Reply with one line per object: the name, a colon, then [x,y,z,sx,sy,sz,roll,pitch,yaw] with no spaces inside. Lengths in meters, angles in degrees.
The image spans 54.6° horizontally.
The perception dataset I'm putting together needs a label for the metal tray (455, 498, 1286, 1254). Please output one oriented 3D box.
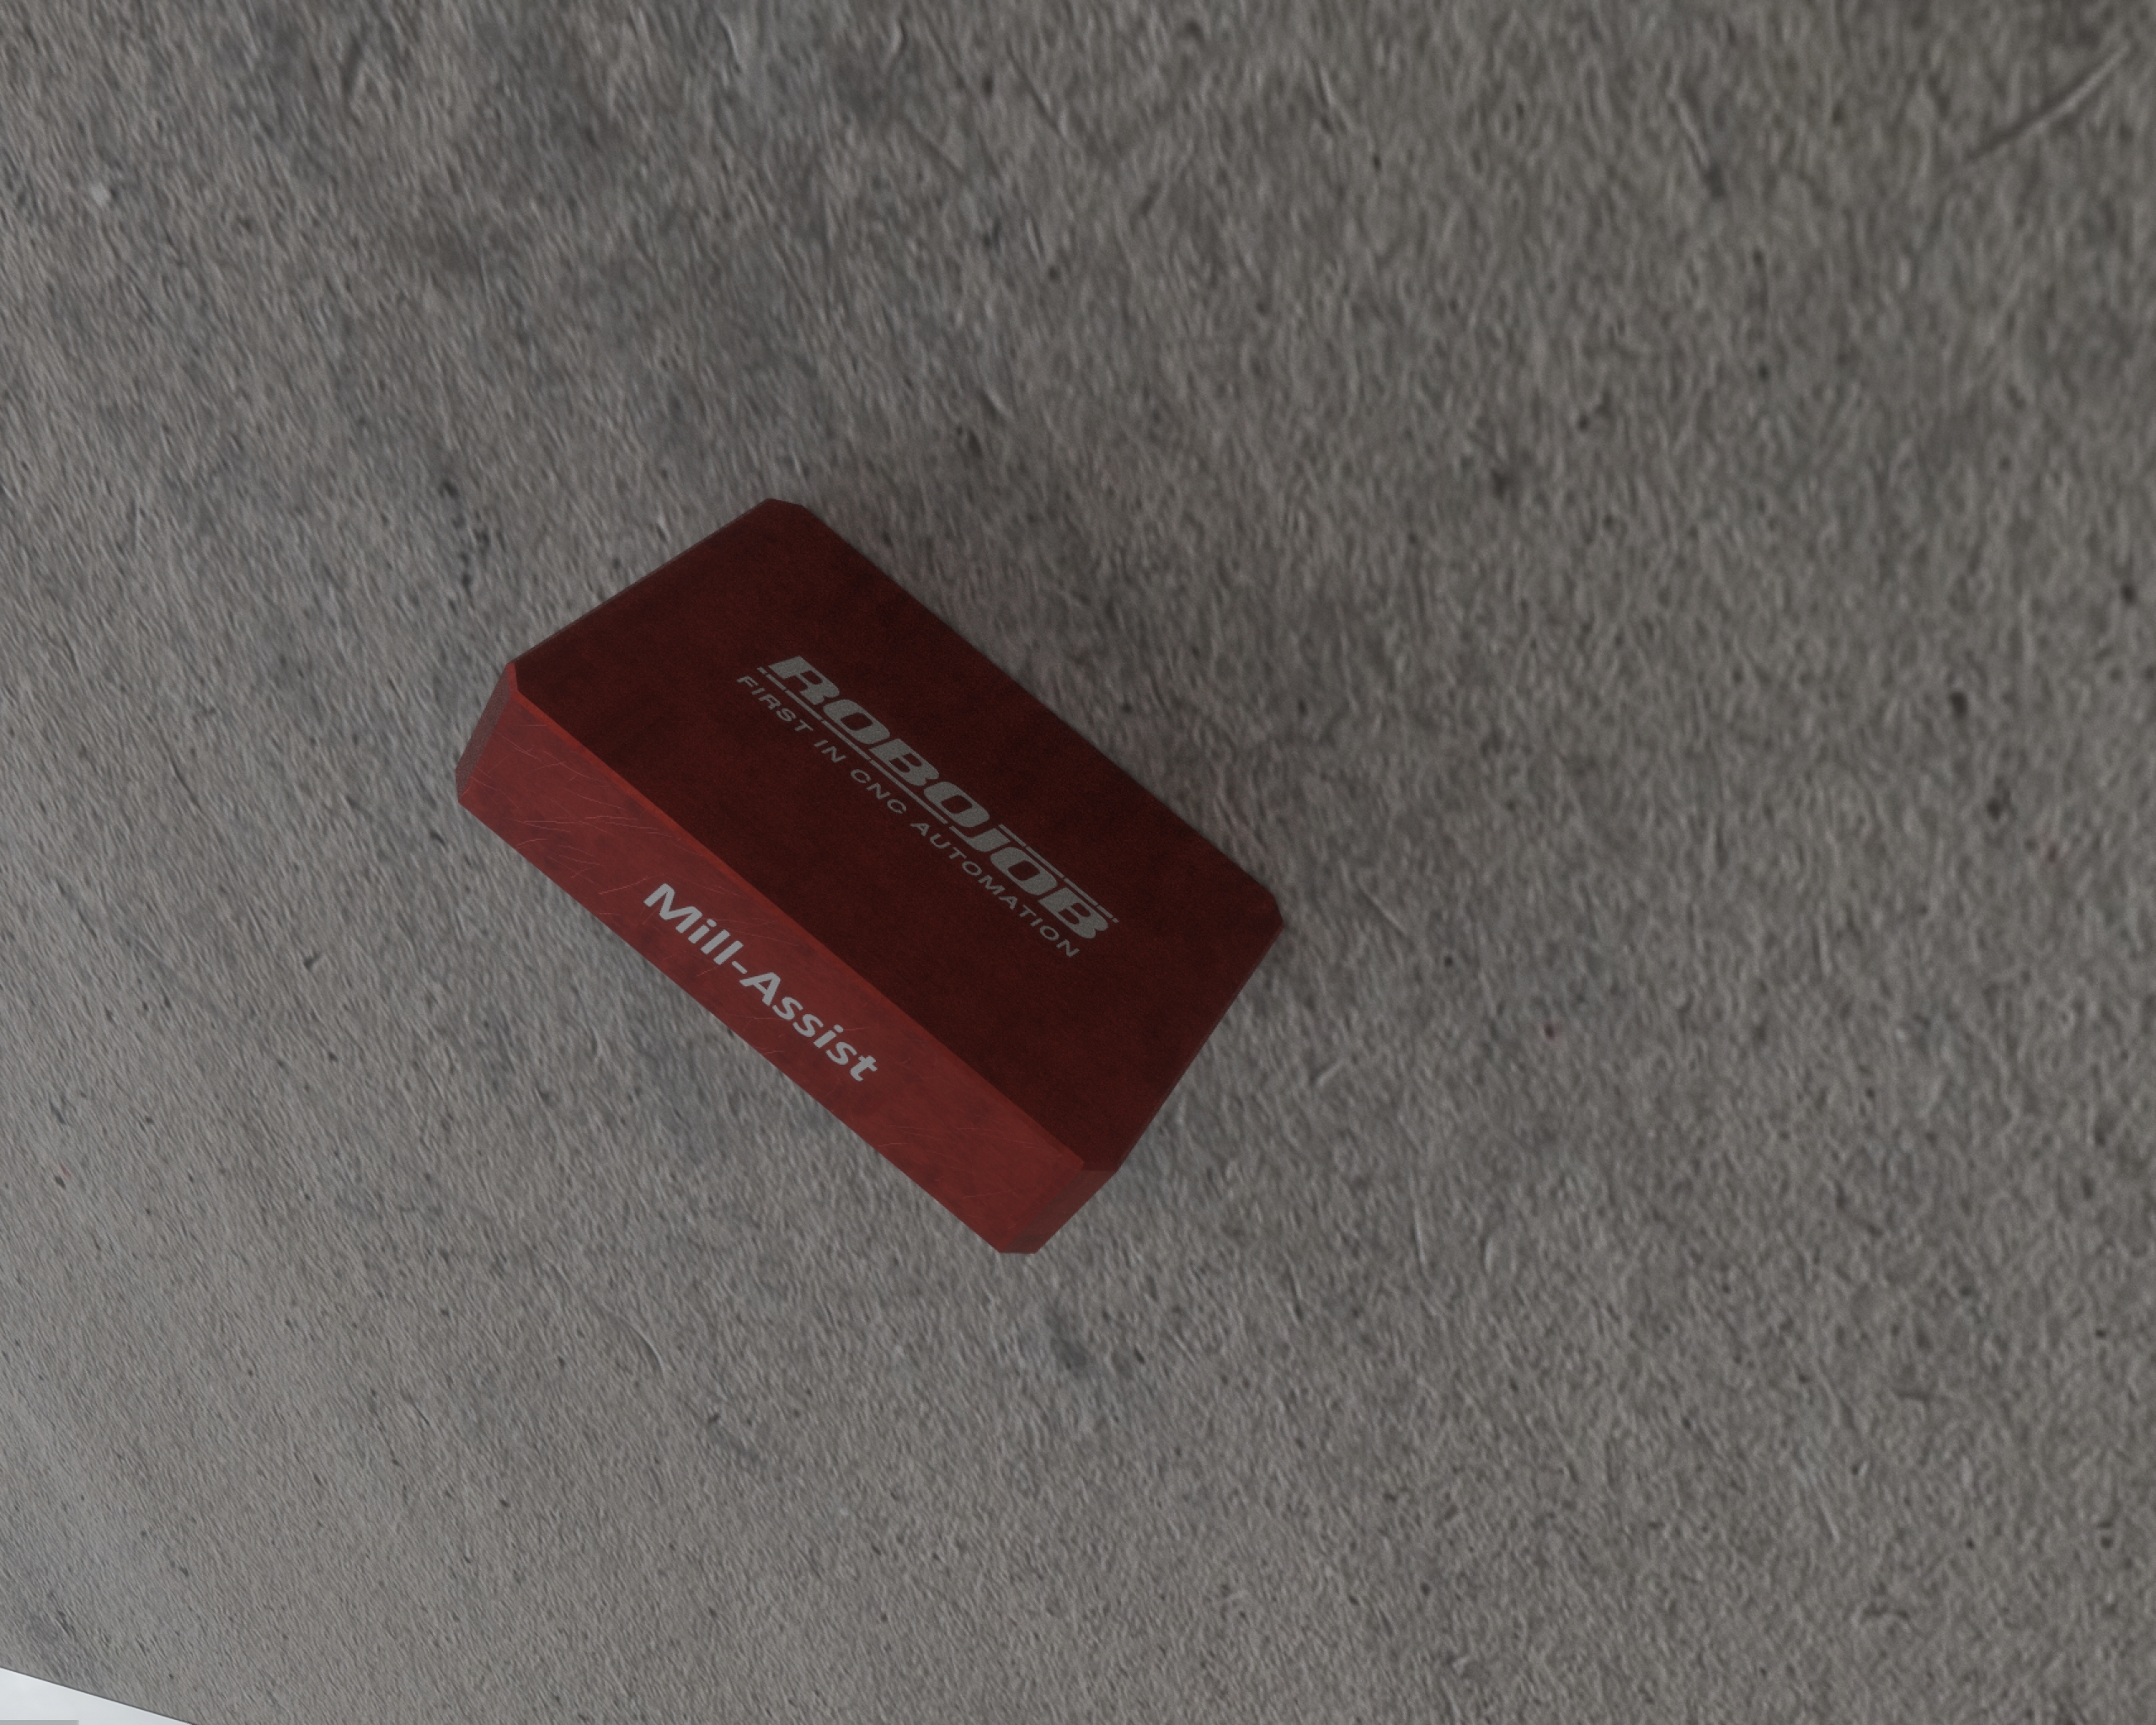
metal tray: [-0.034,-0.002,0.381,0.130,0.090,0.030,40,129,1]
